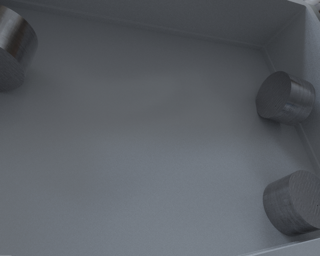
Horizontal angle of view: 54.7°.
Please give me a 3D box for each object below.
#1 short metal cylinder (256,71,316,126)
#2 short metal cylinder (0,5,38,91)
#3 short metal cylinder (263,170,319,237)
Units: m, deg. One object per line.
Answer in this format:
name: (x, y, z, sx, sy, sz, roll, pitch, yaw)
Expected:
short metal cylinder: (0.207, -0.048, 0.514, 0.050, 0.080, 0.080, 16, 55, -20)
short metal cylinder: (-0.177, -0.084, 0.326, 0.081, 0.080, 0.050, 17, 55, -19)
short metal cylinder: (0.193, 0.105, 0.432, 0.081, 0.050, 0.080, 14, 56, -21)
